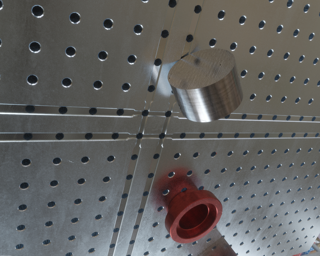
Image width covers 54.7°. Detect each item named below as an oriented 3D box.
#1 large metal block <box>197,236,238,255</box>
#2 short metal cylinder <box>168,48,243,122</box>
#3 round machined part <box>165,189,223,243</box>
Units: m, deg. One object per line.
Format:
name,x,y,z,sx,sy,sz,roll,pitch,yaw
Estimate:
large metal block,0.123,0.285,0.642,0.080,0.050,0.080,-36,129,-5
short metal cylinder,0.055,-0.053,0.375,0.080,0.080,0.050,-32,129,-8
round machined part,0.052,0.142,0.519,0.099,0.042,0.097,-14,125,-21
